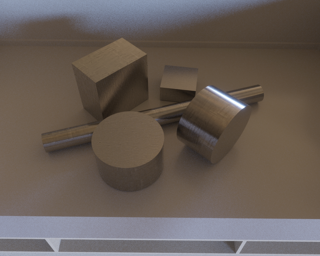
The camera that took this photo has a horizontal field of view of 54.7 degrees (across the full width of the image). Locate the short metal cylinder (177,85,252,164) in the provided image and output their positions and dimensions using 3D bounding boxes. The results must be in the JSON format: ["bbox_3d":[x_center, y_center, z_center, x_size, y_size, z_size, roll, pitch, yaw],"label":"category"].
[{"bbox_3d":[0.065,-0.004,0.372,0.050,0.080,0.080,35,58,25],"label":"short metal cylinder"}]

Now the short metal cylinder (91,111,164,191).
[{"bbox_3d":[-0.036,0.026,0.364,0.081,0.050,0.080,0,50,0],"label":"short metal cylinder"}]

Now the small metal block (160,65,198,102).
[{"bbox_3d":[0.029,-0.065,0.458,0.050,0.025,0.050,7,50,5],"label":"small metal block"}]

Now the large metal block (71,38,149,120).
[{"bbox_3d":[-0.063,-0.062,0.420,0.080,0.080,0.050,-36,59,-26],"label":"large metal block"}]

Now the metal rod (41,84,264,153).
[{"bbox_3d":[0.000,-0.016,0.417,0.302,0.025,0.025,-14,52,-12],"label":"metal rod"}]
